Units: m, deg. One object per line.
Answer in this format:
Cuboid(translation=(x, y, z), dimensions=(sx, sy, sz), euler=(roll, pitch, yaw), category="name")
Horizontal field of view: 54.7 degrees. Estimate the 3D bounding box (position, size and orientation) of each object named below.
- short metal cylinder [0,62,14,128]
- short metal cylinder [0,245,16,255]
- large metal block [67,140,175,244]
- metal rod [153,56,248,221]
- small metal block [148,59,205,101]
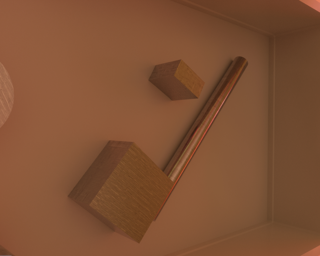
Cuboid(translation=(-0.168, -0.027, 0.250), dimensions=(0.081, 0.050, 0.079), euler=(0, 90, -40), category="short metal cylinder")
Cuboid(translation=(-0.156, 0.119, 0.232), dimensions=(0.050, 0.080, 0.080), euler=(36, 63, 2), category="short metal cylinder")
Cuboid(translation=(-0.042, 0.071, 0.357), dimensions=(0.080, 0.050, 0.080), euler=(49, 61, -29), category="large metal block")
Cuboid(translation=(0.060, 0.000, 0.459), dimensions=(0.025, 0.025, 0.301), euler=(50, 61, -29), category="metal rod")
Cuboid(translation=(0.022, -0.062, 0.411), dimensions=(0.050, 0.050, 0.025), euler=(37, 67, -34), category="small metal block")
